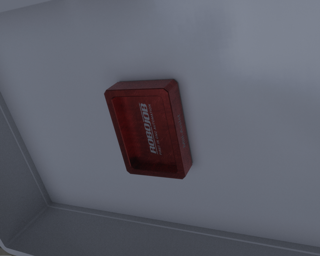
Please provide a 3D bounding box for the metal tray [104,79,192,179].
[{"bbox_3d":[-0.013,0.003,0.409,0.090,0.030,0.129,1,119,26],"label":"metal tray"}]
